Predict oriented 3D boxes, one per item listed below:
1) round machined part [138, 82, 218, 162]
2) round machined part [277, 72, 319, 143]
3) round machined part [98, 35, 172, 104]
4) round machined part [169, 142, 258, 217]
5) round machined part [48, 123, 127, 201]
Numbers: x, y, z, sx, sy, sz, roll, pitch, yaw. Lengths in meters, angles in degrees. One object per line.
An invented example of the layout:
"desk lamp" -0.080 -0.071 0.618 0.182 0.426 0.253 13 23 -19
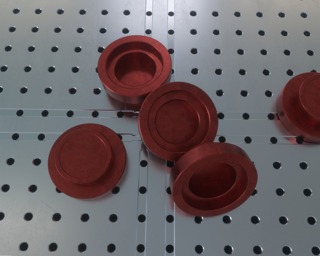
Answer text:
"round machined part" 0.021 -0.007 0.395 0.099 0.042 0.098 0 87 -9
"round machined part" 0.213 -0.033 0.416 0.099 0.042 0.098 0 70 0
"round machined part" -0.033 -0.076 0.428 0.098 0.042 0.098 -1 66 2
"round machined part" 0.059 0.055 0.364 0.099 0.097 0.042 -10 35 -4
"round machined part" -0.091 0.039 0.388 0.099 0.042 0.098 0 70 0
